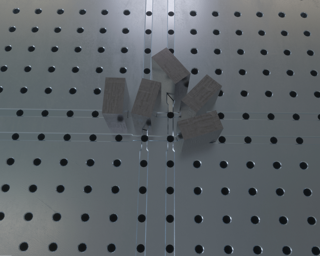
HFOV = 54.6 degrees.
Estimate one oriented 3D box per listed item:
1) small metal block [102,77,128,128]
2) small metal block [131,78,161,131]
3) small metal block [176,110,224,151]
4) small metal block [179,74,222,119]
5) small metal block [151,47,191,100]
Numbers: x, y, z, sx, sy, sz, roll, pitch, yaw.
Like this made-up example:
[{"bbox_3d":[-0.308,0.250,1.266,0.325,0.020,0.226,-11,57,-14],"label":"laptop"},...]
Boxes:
[{"bbox_3d":[-0.058,-0.033,0.410,0.025,0.050,0.050,2,70,1],"label":"small metal block"},{"bbox_3d":[-0.017,-0.030,0.409,0.025,0.050,0.050,14,71,5],"label":"small metal block"},{"bbox_3d":[0.049,0.005,0.397,0.050,0.050,0.025,-16,71,-6],"label":"small metal block"},{"bbox_3d":[0.052,-0.035,0.412,0.025,0.050,0.050,41,75,13],"label":"small metal block"},{"bbox_3d":[0.014,-0.073,0.425,0.025,0.050,0.050,-36,74,-12],"label":"small metal block"}]
